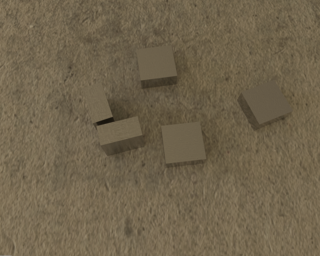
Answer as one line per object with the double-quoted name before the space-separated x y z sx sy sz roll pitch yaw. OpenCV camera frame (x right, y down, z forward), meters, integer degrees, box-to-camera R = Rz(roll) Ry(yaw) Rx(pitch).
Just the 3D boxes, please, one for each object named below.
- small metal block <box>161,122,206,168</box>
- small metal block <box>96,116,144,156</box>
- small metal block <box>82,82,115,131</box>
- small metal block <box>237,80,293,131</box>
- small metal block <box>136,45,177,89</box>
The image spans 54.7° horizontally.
"small metal block" 0.029 0.022 0.401 0.050 0.025 0.050 -6 70 -3
"small metal block" -0.048 0.011 0.390 0.050 0.050 0.025 -14 71 -5
"small metal block" -0.077 -0.023 0.402 0.025 0.050 0.050 -19 71 -7
"small metal block" 0.142 -0.031 0.421 0.050 0.025 0.050 -21 72 -8
"small metal block" -0.005 -0.087 0.440 0.050 0.025 0.050 -8 70 -3
